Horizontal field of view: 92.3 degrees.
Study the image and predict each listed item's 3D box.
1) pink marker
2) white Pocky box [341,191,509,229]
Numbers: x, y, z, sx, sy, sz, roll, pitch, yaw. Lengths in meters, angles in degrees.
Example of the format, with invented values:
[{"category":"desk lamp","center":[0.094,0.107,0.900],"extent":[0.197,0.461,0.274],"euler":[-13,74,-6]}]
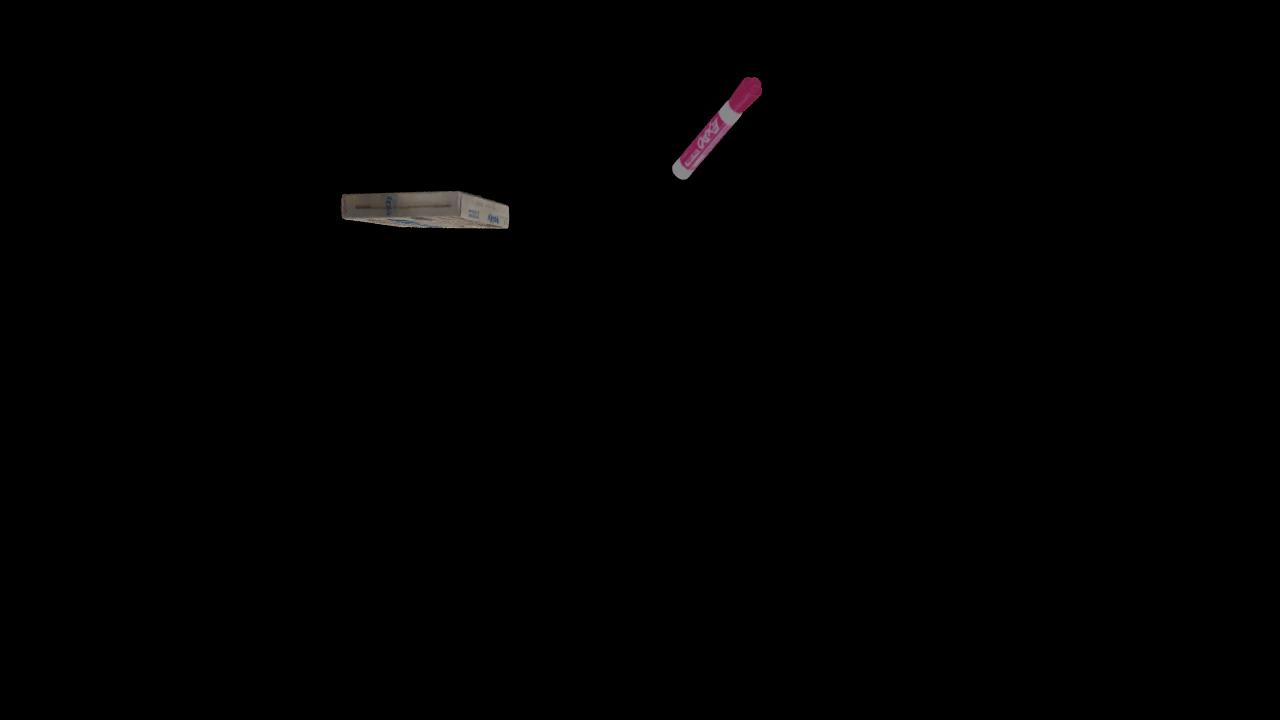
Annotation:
[{"category":"pink marker","center":[0.065,-0.199,0.534],"extent":[0.020,0.020,0.121],"euler":[0,-20,-28]},{"category":"white Pocky box","center":[-0.223,-0.156,0.642],"extent":[0.154,0.028,0.084],"euler":[5,7,22]}]
